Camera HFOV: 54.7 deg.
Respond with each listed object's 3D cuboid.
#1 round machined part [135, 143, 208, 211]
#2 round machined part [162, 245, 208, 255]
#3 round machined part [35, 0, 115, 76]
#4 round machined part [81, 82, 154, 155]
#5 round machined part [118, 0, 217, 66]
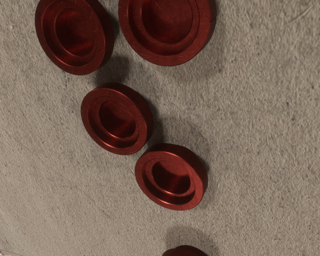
[{"bbox_3d":[0.019,0.062,0.423,0.098,0.042,0.097,13,124,20],"label":"round machined part"},{"bbox_3d":[0.048,0.235,0.515,0.098,0.042,0.097,13,124,20],"label":"round machined part"},{"bbox_3d":[-0.097,-0.116,0.373,0.098,0.042,0.097,13,124,20],"label":"round machined part"},{"bbox_3d":[-0.052,-0.016,0.412,0.098,0.042,0.097,13,124,20],"label":"round machined part"},{"bbox_3d":[0.011,-0.117,0.317,0.098,0.042,0.097,13,124,20],"label":"round machined part"}]
